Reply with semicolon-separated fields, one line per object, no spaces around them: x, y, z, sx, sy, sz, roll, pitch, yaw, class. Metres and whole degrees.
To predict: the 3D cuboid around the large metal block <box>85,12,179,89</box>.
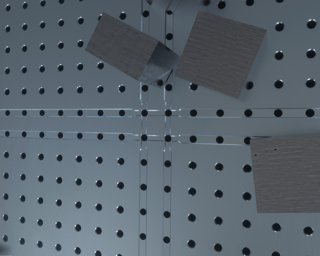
-0.032;-0.095;0.394;0.080;0.080;0.050;32;100;17;large metal block

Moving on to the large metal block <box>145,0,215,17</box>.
0.021;-0.176;0.375;0.080;0.080;0.050;19;97;18;large metal block

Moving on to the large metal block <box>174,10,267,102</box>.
0.074;-0.084;0.373;0.080;0.050;0.080;23;98;18;large metal block

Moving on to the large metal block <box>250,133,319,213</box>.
0.148;0.049;0.347;0.080;0.050;0.080;-6;88;19;large metal block
